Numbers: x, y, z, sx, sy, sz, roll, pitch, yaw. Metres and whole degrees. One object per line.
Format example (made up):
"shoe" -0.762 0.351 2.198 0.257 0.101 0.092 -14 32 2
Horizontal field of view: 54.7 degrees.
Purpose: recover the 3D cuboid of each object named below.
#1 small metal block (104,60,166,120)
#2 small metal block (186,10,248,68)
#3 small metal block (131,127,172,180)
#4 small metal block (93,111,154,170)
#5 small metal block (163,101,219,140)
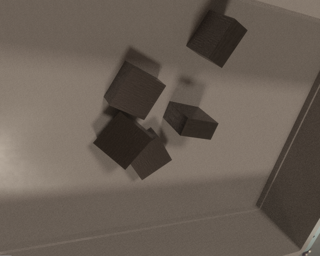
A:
"small metal block" -0.030 -0.044 0.367 0.050 0.025 0.050 24 106 -37
"small metal block" 0.065 -0.105 0.365 0.025 0.050 0.050 24 105 -37
"small metal block" -0.018 0.035 0.422 0.050 0.025 0.050 -34 129 -7
"small metal block" -0.044 0.014 0.379 0.050 0.025 0.050 41 96 -3
"small metal block" 0.040 -0.010 0.410 0.050 0.050 0.025 9 114 -33
